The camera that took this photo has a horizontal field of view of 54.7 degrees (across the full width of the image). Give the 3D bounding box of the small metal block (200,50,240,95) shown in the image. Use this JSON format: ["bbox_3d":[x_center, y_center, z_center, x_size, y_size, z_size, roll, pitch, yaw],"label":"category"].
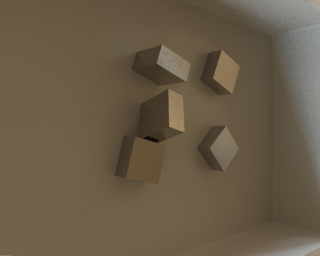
[{"bbox_3d":[0.095,-0.086,0.486,0.050,0.025,0.050,30,71,-36],"label":"small metal block"}]

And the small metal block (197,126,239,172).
[{"bbox_3d":[0.092,0.032,0.483,0.050,0.025,0.050,-49,119,-29],"label":"small metal block"}]

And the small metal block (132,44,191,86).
[{"bbox_3d":[0.001,-0.077,0.391,0.050,0.050,0.025,24,75,-38],"label":"small metal block"}]

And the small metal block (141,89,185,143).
[{"bbox_3d":[0.003,-0.013,0.383,0.025,0.050,0.050,20,59,-38],"label":"small metal block"}]

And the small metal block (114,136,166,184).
[{"bbox_3d":[-0.024,0.040,0.387,0.050,0.025,0.050,19,78,-38],"label":"small metal block"}]
